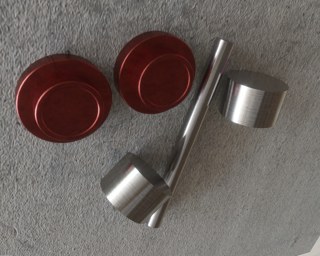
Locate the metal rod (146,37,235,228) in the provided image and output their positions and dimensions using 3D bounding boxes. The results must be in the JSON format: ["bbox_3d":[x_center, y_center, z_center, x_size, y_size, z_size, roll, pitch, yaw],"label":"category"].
[{"bbox_3d":[0.036,0.021,0.441,0.025,0.025,0.298,5,116,-31],"label":"metal rod"}]

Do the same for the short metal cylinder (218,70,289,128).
[{"bbox_3d":[0.124,-0.041,0.416,0.081,0.080,0.050,-6,121,-26],"label":"short metal cylinder"}]

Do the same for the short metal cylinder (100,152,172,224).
[{"bbox_3d":[-0.030,0.077,0.404,0.050,0.080,0.080,-47,130,4],"label":"short metal cylinder"}]

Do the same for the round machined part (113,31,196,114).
[{"bbox_3d":[-0.001,-0.059,0.360,0.099,0.042,0.097,-14,125,-21],"label":"round machined part"}]

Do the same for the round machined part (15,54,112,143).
[{"bbox_3d":[-0.098,-0.025,0.328,0.099,0.042,0.097,-14,125,-21],"label":"round machined part"}]
